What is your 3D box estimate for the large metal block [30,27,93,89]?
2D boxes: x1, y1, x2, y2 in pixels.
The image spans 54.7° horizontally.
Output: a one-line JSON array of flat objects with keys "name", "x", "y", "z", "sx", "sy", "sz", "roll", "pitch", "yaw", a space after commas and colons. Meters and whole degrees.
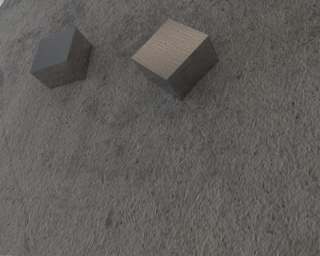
[{"name": "large metal block", "x": -0.176, "y": -0.125, "z": 0.557, "sx": 0.080, "sy": 0.050, "sz": 0.080, "roll": -11, "pitch": 57, "yaw": 22}]

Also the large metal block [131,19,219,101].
[{"name": "large metal block", "x": 0.021, "y": -0.097, "z": 0.436, "sx": 0.080, "sy": 0.050, "sz": 0.080, "roll": -47, "pitch": 51, "yaw": -5}]
